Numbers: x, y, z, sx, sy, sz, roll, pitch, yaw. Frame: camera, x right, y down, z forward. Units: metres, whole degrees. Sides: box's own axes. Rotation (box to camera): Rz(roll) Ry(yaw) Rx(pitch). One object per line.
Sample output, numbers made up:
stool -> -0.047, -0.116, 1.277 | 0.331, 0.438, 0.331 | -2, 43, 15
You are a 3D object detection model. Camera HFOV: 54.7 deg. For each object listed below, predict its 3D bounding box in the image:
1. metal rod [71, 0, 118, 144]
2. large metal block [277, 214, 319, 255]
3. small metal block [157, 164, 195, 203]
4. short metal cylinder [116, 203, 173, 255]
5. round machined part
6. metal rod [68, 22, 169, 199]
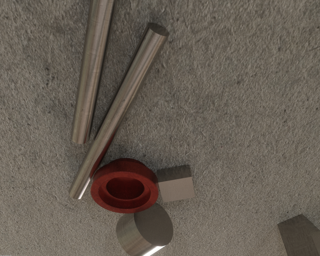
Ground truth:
metal rod -> -0.065, -0.096, 0.323 | 0.025, 0.025, 0.298 | 12, 129, -11
large metal block -> 0.266, 0.216, 0.559 | 0.050, 0.080, 0.080 | -35, 122, 25
small metal block -> 0.025, 0.086, 0.479 | 0.050, 0.025, 0.050 | -10, 130, 2
short metal cylinder -> -0.025, 0.167, 0.513 | 0.080, 0.080, 0.050 | 31, 123, -24
round machined part -> -0.051, 0.083, 0.466 | 0.099, 0.042, 0.097 | 0, 130, 0
metal rod -> -0.067, 0.000, 0.406 | 0.025, 0.025, 0.298 | 20, 127, -17
